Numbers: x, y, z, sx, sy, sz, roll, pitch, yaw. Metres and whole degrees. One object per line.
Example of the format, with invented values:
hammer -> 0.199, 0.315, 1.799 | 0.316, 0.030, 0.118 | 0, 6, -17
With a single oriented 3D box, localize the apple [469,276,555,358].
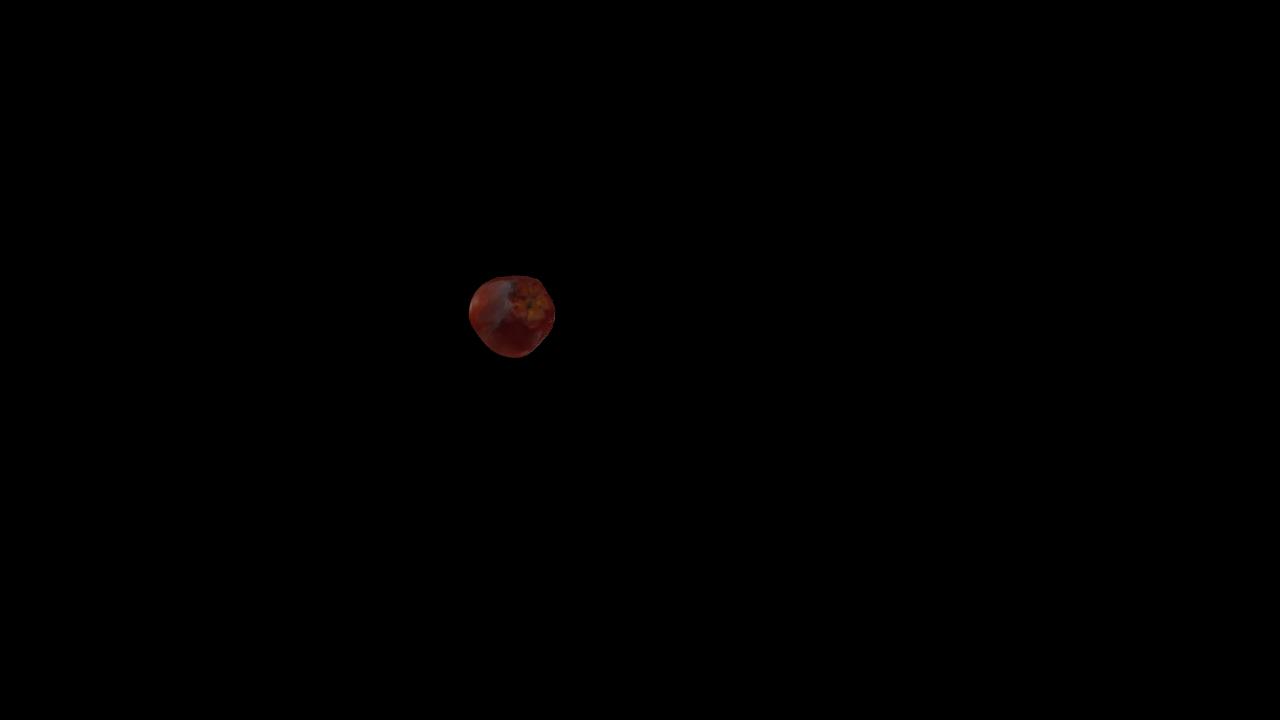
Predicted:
apple -> -0.120, -0.042, 0.580 | 0.079, 0.079, 0.093 | 0, -8, -37
